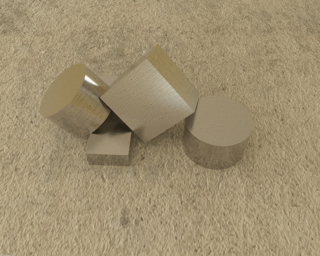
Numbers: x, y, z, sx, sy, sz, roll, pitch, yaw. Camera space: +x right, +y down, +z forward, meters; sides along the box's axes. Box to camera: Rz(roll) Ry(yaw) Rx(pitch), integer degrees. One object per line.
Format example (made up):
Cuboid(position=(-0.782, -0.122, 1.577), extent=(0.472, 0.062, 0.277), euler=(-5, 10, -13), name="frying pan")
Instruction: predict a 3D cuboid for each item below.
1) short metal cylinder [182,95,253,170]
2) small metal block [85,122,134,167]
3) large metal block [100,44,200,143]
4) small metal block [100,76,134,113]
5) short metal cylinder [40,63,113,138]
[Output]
Cuboid(position=(0.069, 0.005, 0.385), extent=(0.081, 0.050, 0.080), euler=(0, 50, 0), name="short metal cylinder")
Cuboid(position=(-0.061, 0.020, 0.387), extent=(0.050, 0.025, 0.050), euler=(2, 50, 1), name="small metal block")
Cuboid(position=(-0.011, -0.040, 0.379), extent=(0.080, 0.080, 0.050), euler=(47, 32, -16), name="large metal block")
Cuboid(position=(-0.063, -0.049, 0.445), extent=(0.050, 0.025, 0.050), euler=(-1, 50, -1), name="small metal block")
Cuboid(position=(-0.104, -0.035, 0.393), extent=(0.080, 0.050, 0.080), euler=(-24, 45, 27), name="short metal cylinder")
